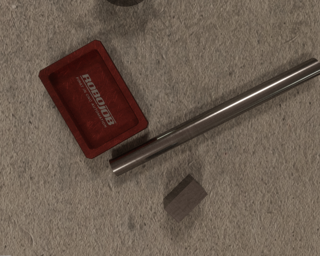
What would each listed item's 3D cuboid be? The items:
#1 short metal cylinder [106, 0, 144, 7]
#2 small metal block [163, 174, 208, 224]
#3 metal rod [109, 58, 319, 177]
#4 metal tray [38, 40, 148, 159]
[{"bbox_3d":[-0.048,-0.205,0.397,0.081,0.050,0.079,0,90,-1],"label":"short metal cylinder"},{"bbox_3d":[0.031,0.089,0.398,0.050,0.050,0.025,-45,91,0],"label":"small metal block"},{"bbox_3d":[0.073,-0.015,0.410,0.301,0.025,0.025,-27,90,-1],"label":"metal rod"},{"bbox_3d":[-0.084,-0.036,0.406,0.090,0.030,0.130,-30,90,-1],"label":"metal tray"}]
